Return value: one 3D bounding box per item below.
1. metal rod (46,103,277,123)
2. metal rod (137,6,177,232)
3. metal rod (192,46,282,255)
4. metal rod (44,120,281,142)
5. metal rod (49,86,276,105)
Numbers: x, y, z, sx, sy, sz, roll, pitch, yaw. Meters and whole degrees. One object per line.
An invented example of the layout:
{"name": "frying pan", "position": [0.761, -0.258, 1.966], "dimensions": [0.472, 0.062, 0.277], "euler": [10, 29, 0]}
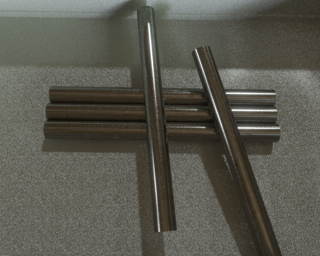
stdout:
{"name": "metal rod", "position": [0.002, -0.019, 0.415], "dimensions": [0.302, 0.025, 0.025], "euler": [1, 70, 0]}
{"name": "metal rod", "position": [-0.007, -0.026, 0.391], "dimensions": [0.025, 0.025, 0.299], "euler": [-5, 70, -2]}
{"name": "metal rod", "position": [0.094, 0.039, 0.374], "dimensions": [0.025, 0.025, 0.299], "euler": [-15, 78, -6]}
{"name": "metal rod", "position": [0.003, 0.004, 0.407], "dimensions": [0.302, 0.025, 0.025], "euler": [1, 70, 0]}
{"name": "metal rod", "position": [0.004, -0.042, 0.424], "dimensions": [0.302, 0.025, 0.025], "euler": [1, 70, 0]}
